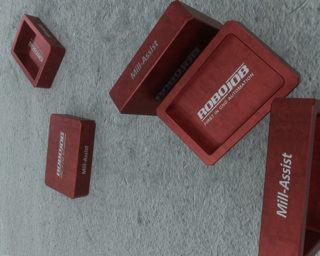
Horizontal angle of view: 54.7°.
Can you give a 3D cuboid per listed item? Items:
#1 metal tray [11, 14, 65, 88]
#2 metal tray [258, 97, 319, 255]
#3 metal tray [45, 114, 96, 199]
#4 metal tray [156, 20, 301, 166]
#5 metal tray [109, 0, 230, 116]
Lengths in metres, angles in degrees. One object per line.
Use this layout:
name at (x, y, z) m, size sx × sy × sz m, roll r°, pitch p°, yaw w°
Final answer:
metal tray at (-0.239, -0.148, 0.599) m, size 0.130 × 0.030 × 0.089 m, roll 47°, pitch 118°, yaw 29°
metal tray at (0.120, 0.042, 0.262) m, size 0.030 × 0.091 × 0.129 m, roll 6°, pitch 94°, yaw 40°
metal tray at (-0.156, 0.045, 0.531) m, size 0.090 × 0.030 × 0.129 m, roll 12°, pitch 98°, yaw 39°
metal tray at (0.067, -0.034, 0.329) m, size 0.090 × 0.030 × 0.129 m, roll 46°, pitch 119°, yaw 10°
metal tray at (0.013, -0.069, 0.351) m, size 0.129 × 0.091 × 0.030 m, roll -49°, pitch 60°, yaw 28°
